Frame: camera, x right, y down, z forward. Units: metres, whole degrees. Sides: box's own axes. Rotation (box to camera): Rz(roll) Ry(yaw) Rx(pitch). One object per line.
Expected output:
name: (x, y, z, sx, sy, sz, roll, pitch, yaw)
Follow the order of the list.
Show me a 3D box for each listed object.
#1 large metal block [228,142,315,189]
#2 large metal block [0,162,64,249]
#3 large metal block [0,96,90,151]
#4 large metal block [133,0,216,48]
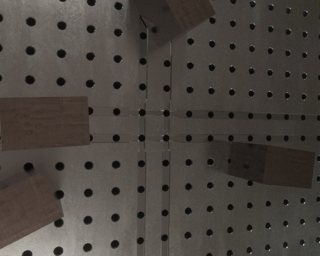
large metal block: (0.157, 0.052, 0.443, 0.081, 0.080, 0.050, 9, 87, -20)
large metal block: (-0.153, 0.081, 0.327, 0.081, 0.080, 0.050, -25, 99, -19)
large metal block: (-0.124, -0.006, 0.338, 0.081, 0.080, 0.050, -3, 91, -20)
large metal block: (0.013, -0.156, 0.389, 0.050, 0.080, 0.080, -33, 101, -17)
